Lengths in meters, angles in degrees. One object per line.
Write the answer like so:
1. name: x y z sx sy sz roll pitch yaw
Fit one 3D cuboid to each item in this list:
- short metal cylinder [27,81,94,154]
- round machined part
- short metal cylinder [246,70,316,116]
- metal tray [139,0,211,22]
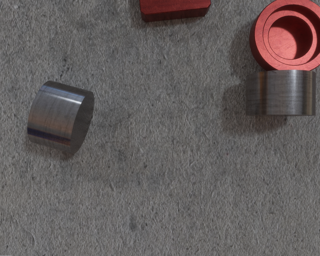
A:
1. short metal cylinder: -0.119 -0.013 0.382 0.050 0.080 0.080 16 90 0
2. round machined part: 0.165 -0.114 0.402 0.099 0.042 0.097 0 88 -1
3. short metal cylinder: 0.148 -0.040 0.384 0.081 0.080 0.050 0 91 0
4. metal tray: 0.014 -0.212 0.408 0.091 0.030 0.129 -6 90 0
